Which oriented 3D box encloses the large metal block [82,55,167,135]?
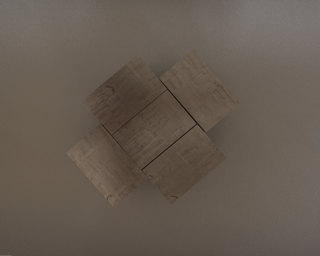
[{"bbox_3d":[-0.039,-0.037,0.382,0.080,0.080,0.050,-40,90,0],"label":"large metal block"}]

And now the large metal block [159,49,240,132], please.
[{"bbox_3d":[0.044,-0.042,0.384,0.050,0.080,0.080,-41,91,0],"label":"large metal block"}]

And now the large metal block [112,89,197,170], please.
[{"bbox_3d":[-0.006,0.001,0.383,0.080,0.080,0.050,-40,90,0],"label":"large metal block"}]

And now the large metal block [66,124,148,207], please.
[{"bbox_3d":[-0.059,0.041,0.382,0.050,0.080,0.080,-41,91,0],"label":"large metal block"}]

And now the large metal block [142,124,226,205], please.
[{"bbox_3d":[0.027,0.040,0.384,0.080,0.080,0.050,-40,90,0],"label":"large metal block"}]
